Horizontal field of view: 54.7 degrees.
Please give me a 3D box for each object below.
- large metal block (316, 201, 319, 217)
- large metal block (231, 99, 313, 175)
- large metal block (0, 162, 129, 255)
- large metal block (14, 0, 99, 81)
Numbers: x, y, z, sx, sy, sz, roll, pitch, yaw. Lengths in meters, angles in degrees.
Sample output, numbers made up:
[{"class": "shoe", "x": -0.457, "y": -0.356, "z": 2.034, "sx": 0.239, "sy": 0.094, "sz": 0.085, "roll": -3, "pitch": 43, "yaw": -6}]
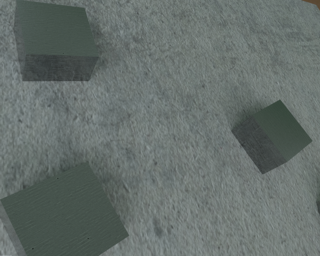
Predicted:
[{"class": "large metal block", "x": 0.291, "y": 0.147, "z": 0.458, "sx": 0.081, "sy": 0.050, "sz": 0.080, "roll": 14, "pitch": 56, "yaw": -21}, {"class": "large metal block", "x": 0.171, "y": 0.012, "z": 0.475, "sx": 0.081, "sy": 0.050, "sz": 0.080, "roll": -25, "pitch": 75, "yaw": -37}, {"class": "large metal block", "x": -0.089, "y": 0.090, "z": 0.286, "sx": 0.081, "sy": 0.050, "sz": 0.080, "roll": -23, "pitch": 75, "yaw": -37}, {"class": "large metal block", "x": -0.130, "y": -0.105, "z": 0.383, "sx": 0.081, "sy": 0.050, "sz": 0.080, "roll": -5, "pitch": 65, "yaw": -31}]
